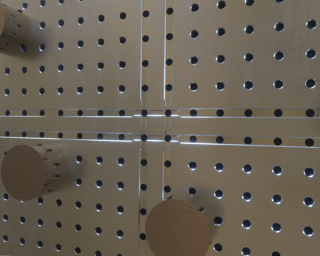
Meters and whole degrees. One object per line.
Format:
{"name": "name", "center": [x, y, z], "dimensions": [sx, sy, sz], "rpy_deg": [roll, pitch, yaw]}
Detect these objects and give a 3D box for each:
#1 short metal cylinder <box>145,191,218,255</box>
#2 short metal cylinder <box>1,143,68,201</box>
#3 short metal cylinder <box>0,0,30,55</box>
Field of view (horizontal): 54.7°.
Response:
{"name": "short metal cylinder", "center": [0.028, 0.124, 0.389], "dimensions": [0.080, 0.050, 0.079], "rpy_deg": [0, 90, 19]}
{"name": "short metal cylinder", "center": [-0.187, 0.063, 0.463], "dimensions": [0.080, 0.050, 0.079], "rpy_deg": [0, 90, 19]}
{"name": "short metal cylinder", "center": [-0.255, -0.160, 0.487], "dimensions": [0.080, 0.050, 0.079], "rpy_deg": [0, 90, 19]}
